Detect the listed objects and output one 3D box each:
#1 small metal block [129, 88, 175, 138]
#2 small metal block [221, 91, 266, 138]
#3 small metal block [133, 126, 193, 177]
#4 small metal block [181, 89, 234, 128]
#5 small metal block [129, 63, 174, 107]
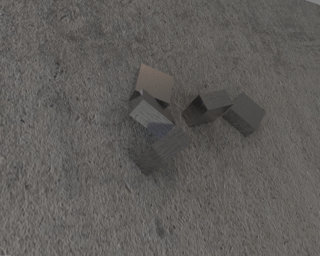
[{"bbox_3d":[-0.010,-0.019,0.388,0.050,0.025,0.050,38,14,-17],"label":"small metal block"},{"bbox_3d":[0.133,-0.022,0.488,0.050,0.025,0.050,42,51,0],"label":"small metal block"},{"bbox_3d":[0.003,0.028,0.371,0.050,0.050,0.025,-33,84,-38],"label":"small metal block"},{"bbox_3d":[0.067,-0.027,0.440,0.050,0.050,0.025,-14,69,-34],"label":"small metal block"},{"bbox_3d":[-0.011,-0.055,0.431,0.050,0.025,0.050,20,54,-16],"label":"small metal block"}]
